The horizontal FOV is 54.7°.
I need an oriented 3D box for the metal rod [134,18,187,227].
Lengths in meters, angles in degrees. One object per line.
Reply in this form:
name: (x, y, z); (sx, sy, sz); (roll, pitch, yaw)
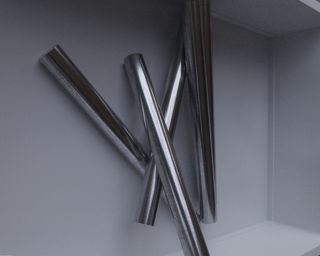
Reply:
metal rod: (0.014, -0.029, 0.398); (0.025, 0.025, 0.299); (28, 66, -37)

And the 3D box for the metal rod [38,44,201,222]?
metal rod: (-0.032, 0.029, 0.381); (0.025, 0.025, 0.300); (-52, 121, -27)

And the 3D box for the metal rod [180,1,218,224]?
metal rod: (0.055, -0.011, 0.416); (0.025, 0.025, 0.298); (-18, 107, -39)

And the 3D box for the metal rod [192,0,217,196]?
metal rod: (0.064, -0.030, 0.439); (0.025, 0.025, 0.298); (-15, 107, -39)

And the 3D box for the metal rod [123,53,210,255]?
metal rod: (0.012, 0.050, 0.340); (0.025, 0.025, 0.299); (-3, 68, -40)
